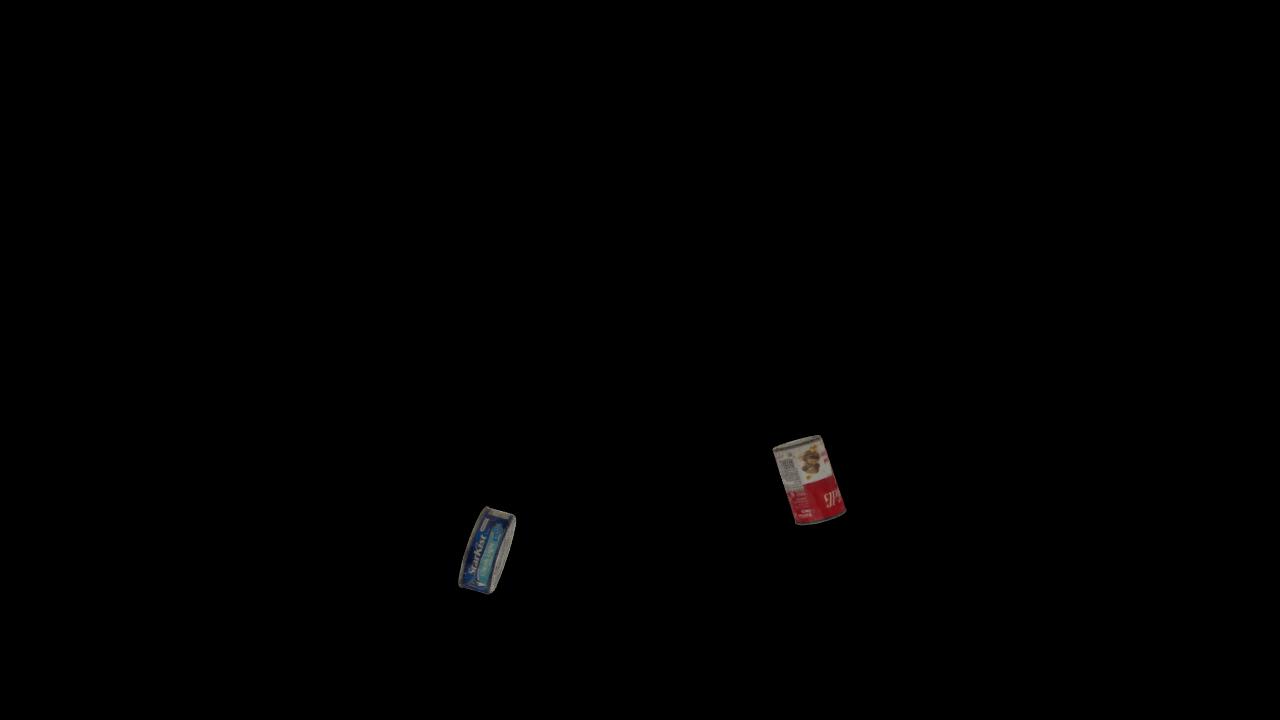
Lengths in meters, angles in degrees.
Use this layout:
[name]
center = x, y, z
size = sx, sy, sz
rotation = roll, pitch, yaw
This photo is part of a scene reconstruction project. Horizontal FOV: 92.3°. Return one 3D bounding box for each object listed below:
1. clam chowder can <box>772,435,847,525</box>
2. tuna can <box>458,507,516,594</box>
[clam chowder can]
center = 0.220, 0.155, 0.803
size = 0.068, 0.102, 0.068
rotation = -17, -7, -2
[tuna can]
center = -0.157, 0.198, 0.640
size = 0.034, 0.084, 0.084
rotation = 16, 0, 0
